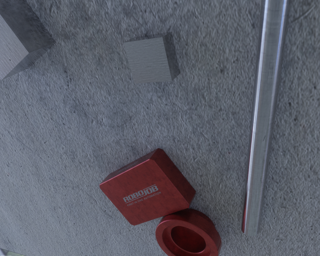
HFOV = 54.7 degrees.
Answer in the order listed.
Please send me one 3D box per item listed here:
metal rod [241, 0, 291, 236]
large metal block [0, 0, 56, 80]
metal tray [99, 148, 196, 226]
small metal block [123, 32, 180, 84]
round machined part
[{"bbox_3d":[0.115,0.010,0.352,0.025,0.025,0.298,10,123,23],"label":"metal rod"},{"bbox_3d":[-0.204,-0.125,0.421,0.080,0.050,0.080,-25,105,36],"label":"large metal block"},{"bbox_3d":[-0.022,0.094,0.473,0.130,0.030,0.090,-31,101,38],"label":"metal tray"},{"bbox_3d":[-0.009,-0.081,0.361,0.050,0.025,0.050,0,119,28],"label":"small metal block"},{"bbox_3d":[0.046,0.162,0.472,0.098,0.042,0.097,13,124,20],"label":"round machined part"}]
